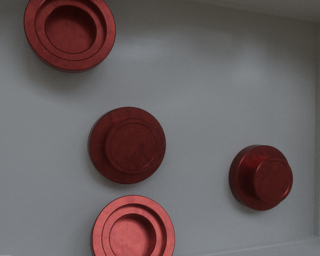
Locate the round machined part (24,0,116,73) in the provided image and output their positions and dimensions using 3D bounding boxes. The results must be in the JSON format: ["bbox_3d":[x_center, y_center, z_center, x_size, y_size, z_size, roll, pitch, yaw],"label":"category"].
[{"bbox_3d":[-0.104,-0.113,0.363,0.099,0.042,0.097,0,90,-20],"label":"round machined part"}]

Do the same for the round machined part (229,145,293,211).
[{"bbox_3d":[0.156,0.074,0.459,0.099,0.042,0.097,0,90,-20],"label":"round machined part"}]

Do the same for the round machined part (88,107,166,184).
[{"bbox_3d":[-0.038,0.022,0.387,0.099,0.042,0.097,0,90,-20],"label":"round machined part"}]

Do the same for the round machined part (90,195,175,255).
[{"bbox_3d":[-0.035,0.135,0.375,0.099,0.042,0.098,8,61,-15],"label":"round machined part"}]
